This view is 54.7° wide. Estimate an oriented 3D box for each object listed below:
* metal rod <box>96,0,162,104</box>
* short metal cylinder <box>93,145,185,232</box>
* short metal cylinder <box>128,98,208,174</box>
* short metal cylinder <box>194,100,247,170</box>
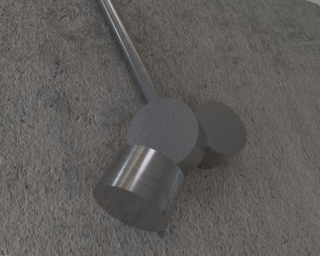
[{"bbox_3d":[-0.057,-0.139,0.457,0.025,0.025,0.299,-13,69,-34],"label":"metal rod"},{"bbox_3d":[-0.021,0.063,0.319,0.080,0.080,0.050,33,52,-7],"label":"short metal cylinder"},{"bbox_3d":[0.010,0.012,0.359,0.080,0.050,0.080,-6,70,18],"label":"short metal cylinder"},{"bbox_3d":[0.069,0.010,0.419,0.081,0.050,0.080,14,56,-21],"label":"short metal cylinder"}]
